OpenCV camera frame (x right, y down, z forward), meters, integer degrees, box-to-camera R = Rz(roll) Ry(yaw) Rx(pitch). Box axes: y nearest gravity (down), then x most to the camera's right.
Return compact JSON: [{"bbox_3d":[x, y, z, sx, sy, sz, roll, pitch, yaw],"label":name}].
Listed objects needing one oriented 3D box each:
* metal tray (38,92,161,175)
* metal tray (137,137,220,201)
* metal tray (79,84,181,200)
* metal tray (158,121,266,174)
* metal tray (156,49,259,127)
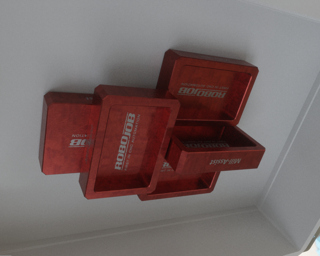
[{"bbox_3d":[-0.070,0.007,0.368,0.131,0.030,0.089,0,118,-29],"label":"metal tray"},{"bbox_3d":[0.032,0.058,0.458,0.131,0.030,0.089,0,118,-29],"label":"metal tray"},{"bbox_3d":[-0.037,0.019,0.356,0.091,0.030,0.129,1,118,-29],"label":"metal tray"},{"bbox_3d":[0.061,0.019,0.411,0.131,0.090,0.030,1,118,-29],"label":"metal tray"},{"bbox_3d":[0.059,-0.048,0.408,0.131,0.030,0.089,1,118,-29],"label":"metal tray"}]
